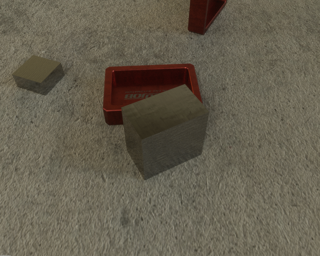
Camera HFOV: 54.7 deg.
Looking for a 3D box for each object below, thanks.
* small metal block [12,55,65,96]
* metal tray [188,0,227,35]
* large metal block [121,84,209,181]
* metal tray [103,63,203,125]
[{"bbox_3d":[-0.183,-0.081,0.468,0.050,0.025,0.050,17,52,13],"label":"small metal block"},{"bbox_3d":[0.093,-0.243,0.566,0.030,0.089,0.130,22,53,17],"label":"metal tray"},{"bbox_3d":[0.005,0.006,0.363,0.081,0.080,0.050,-22,54,-18],"label":"large metal block"},{"bbox_3d":[-0.012,-0.050,0.441,0.131,0.030,0.090,-3,50,-3],"label":"metal tray"}]
